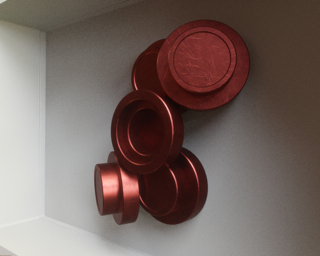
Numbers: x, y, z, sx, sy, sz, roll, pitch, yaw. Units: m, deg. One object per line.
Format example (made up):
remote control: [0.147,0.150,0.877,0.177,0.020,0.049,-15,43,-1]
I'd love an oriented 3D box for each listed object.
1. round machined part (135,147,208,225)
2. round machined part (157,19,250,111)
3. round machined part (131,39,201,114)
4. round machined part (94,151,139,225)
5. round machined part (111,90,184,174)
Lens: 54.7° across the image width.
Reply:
round machined part: [0.007,0.072,0.386,0.098,0.042,0.097,0,90,39]
round machined part: [0.045,-0.068,0.328,0.098,0.042,0.097,0,87,9]
round machined part: [0.002,-0.064,0.390,0.098,0.042,0.097,0,90,39]
round machined part: [-0.062,0.080,0.415,0.098,0.042,0.097,177,90,-69]
round machined part: [-0.011,0.004,0.372,0.098,0.042,0.097,0,90,39]
